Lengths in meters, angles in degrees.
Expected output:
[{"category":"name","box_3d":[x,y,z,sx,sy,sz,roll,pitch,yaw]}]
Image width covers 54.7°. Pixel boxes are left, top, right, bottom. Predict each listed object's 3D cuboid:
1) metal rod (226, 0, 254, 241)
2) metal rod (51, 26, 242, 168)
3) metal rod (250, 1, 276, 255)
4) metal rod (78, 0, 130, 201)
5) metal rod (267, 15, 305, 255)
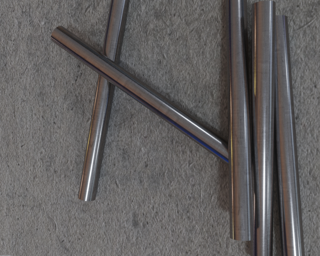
[{"category":"metal rod","box_3d":[0.091,-0.028,0.357,0.025,0.025,0.298,-2,82,20]},{"category":"metal rod","box_3d":[-0.018,-0.041,0.396,0.300,0.025,0.025,35,102,9]},{"category":"metal rod","box_3d":[0.117,0.012,0.354,0.025,0.025,0.298,1,95,20]},{"category":"metal rod","box_3d":[-0.079,-0.045,0.436,0.025,0.025,0.298,12,94,19]},{"category":"metal rod","box_3d":[0.144,0.022,0.357,0.025,0.025,0.298,-4,89,20]}]
